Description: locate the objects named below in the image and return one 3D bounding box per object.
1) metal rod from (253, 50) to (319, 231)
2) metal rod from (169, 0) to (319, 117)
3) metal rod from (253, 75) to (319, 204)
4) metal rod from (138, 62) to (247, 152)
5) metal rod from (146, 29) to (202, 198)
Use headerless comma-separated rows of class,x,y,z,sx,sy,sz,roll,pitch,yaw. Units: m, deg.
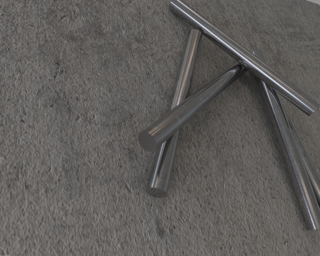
metal rod,0.196,0.006,0.492,0.025,0.025,0.299,2,65,-28
metal rod,0.132,-0.125,0.516,0.300,0.025,0.025,42,50,14
metal rod,0.212,0.001,0.516,0.025,0.025,0.299,-2,63,-29
metal rod,0.069,-0.049,0.447,0.025,0.025,0.302,47,44,5
metal rod,0.028,-0.042,0.444,0.025,0.025,0.300,25,53,-13
